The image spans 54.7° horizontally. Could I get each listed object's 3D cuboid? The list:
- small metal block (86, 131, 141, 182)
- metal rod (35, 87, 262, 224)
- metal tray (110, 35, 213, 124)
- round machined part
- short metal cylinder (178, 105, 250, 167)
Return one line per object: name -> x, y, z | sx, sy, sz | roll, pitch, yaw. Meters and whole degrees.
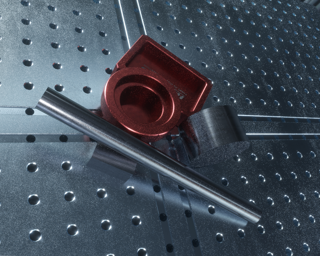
small metal block -> -0.052, 0.028, 0.364 | 0.050, 0.025, 0.050 | 25, 53, -13
metal rod -> 0.004, 0.042, 0.360 | 0.301, 0.025, 0.025 | 31, 51, -20
metal tray -> 0.006, -0.068, 0.450 | 0.130, 0.030, 0.090 | 34, 51, -6
round machined part -> -0.026, -0.025, 0.389 | 0.099, 0.042, 0.098 | 12, 57, -19
short metal cylinder -> 0.069, 0.012, 0.403 | 0.081, 0.080, 0.050 | -4, 64, -30
